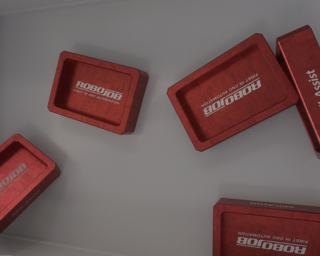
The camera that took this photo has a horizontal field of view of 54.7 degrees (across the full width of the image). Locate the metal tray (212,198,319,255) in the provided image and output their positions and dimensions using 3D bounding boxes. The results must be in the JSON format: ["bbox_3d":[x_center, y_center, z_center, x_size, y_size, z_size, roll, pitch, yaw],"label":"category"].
[{"bbox_3d":[0.129,0.135,0.361,0.130,0.030,0.089,1,90,20],"label":"metal tray"}]

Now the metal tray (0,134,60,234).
[{"bbox_3d":[-0.224,0.081,0.447,0.090,0.030,0.130,34,63,15],"label":"metal tray"}]

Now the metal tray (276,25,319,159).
[{"bbox_3d":[0.159,-0.030,0.319,0.030,0.090,0.129,-22,83,19],"label":"metal tray"}]

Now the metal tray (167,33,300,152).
[{"bbox_3d":[0.084,-0.039,0.371,0.130,0.030,0.090,-30,80,22],"label":"metal tray"}]

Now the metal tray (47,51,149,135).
[{"bbox_3d":[-0.090,-0.051,0.439,0.130,0.030,0.089,17,96,19],"label":"metal tray"}]
